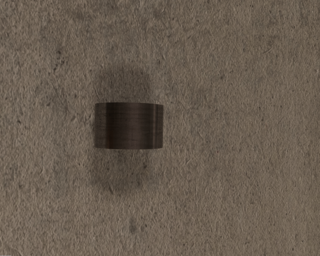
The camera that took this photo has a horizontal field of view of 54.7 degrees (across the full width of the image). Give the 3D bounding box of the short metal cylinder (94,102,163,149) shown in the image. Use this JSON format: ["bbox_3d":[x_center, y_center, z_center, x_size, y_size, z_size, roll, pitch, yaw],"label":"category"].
[{"bbox_3d":[-0.036,-0.002,0.367,0.081,0.080,0.050,1,90,-20],"label":"short metal cylinder"}]
